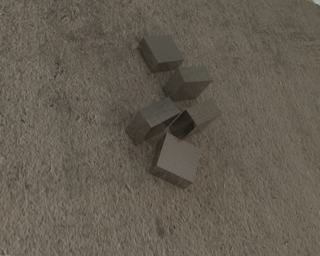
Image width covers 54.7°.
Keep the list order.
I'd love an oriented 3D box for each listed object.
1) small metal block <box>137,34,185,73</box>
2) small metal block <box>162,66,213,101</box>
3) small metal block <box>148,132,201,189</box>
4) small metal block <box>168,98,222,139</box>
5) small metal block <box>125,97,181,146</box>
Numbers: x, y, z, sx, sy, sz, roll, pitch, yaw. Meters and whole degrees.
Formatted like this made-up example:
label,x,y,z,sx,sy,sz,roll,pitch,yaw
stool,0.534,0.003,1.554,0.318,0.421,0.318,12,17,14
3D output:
label,x,y,z,sx,sy,sz,roll,pitch,yaw
small metal block,0.001,-0.114,0.474,0.050,0.025,0.050,-16,70,-34
small metal block,0.039,-0.063,0.447,0.050,0.050,0.025,-9,67,-32
small metal block,0.019,0.041,0.389,0.050,0.025,0.050,27,52,-12
small metal block,0.047,-0.010,0.419,0.050,0.050,0.025,-25,76,-37
small metal block,-0.010,-0.008,0.387,0.050,0.050,0.025,-28,78,-37
